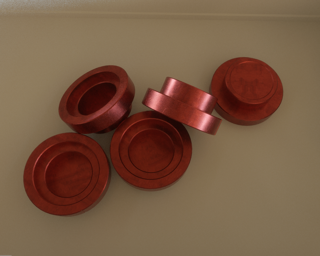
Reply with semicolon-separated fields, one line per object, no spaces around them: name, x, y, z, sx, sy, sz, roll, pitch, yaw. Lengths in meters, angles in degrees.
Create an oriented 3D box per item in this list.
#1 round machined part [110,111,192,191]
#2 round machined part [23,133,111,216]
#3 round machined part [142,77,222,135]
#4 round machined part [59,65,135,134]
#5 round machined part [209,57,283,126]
round machined part;-0.011;0.031;0.389;0.099;0.042;0.098;0;70;-1
round machined part;-0.109;0.058;0.378;0.099;0.042;0.098;0;70;-1
round machined part;0.031;-0.030;0.378;0.098;0.098;0.042;25;96;8
round machined part;-0.076;-0.031;0.396;0.098;0.042;0.098;-15;47;17
round machined part;0.119;-0.056;0.422;0.099;0.042;0.098;0;70;-1
